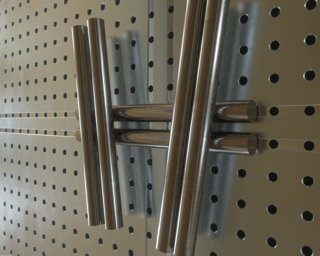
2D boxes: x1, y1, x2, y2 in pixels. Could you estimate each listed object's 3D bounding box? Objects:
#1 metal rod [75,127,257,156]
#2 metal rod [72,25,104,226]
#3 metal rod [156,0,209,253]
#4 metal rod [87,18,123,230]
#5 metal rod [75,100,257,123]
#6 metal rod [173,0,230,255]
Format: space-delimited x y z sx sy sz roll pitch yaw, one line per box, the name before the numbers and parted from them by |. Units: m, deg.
metal rod | -0.017 0.014 0.425 0.300 0.025 0.025 1 91 40
metal rod | -0.108 -0.007 0.468 0.025 0.025 0.299 -10 83 39
metal rod | 0.025 -0.003 0.358 0.025 0.025 0.298 12 98 39
metal rod | -0.079 -0.009 0.444 0.025 0.025 0.299 -10 84 39
metal rod | -0.017 -0.021 0.425 0.300 0.025 0.025 1 91 40
metal rod | 0.045 -0.004 0.341 0.025 0.025 0.298 12 98 39
